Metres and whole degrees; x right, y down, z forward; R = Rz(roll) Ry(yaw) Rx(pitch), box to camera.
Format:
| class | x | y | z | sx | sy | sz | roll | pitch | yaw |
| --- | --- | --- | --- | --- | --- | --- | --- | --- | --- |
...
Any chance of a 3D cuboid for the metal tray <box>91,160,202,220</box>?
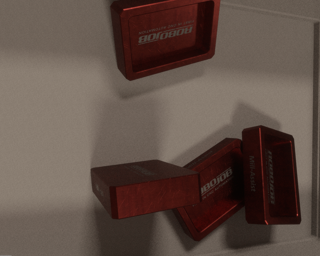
| class | x | y | z | sx | sy | sz | roll | pitch | yaw |
| --- | --- | --- | --- | --- | --- | --- | --- | --- | --- |
| metal tray | -0.023 | 0.062 | 0.347 | 0.091 | 0.130 | 0.030 | -5 | 92 | -20 |

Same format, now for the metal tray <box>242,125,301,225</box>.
| class | x | y | z | sx | sy | sz | roll | pitch | yaw |
| --- | --- | --- | --- | --- | --- | --- | --- | --- | --- |
| metal tray | 0.158 | 0.068 | 0.438 | 0.091 | 0.030 | 0.129 | 14 | 71 | -37 |

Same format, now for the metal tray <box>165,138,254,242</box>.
| class | x | y | z | sx | sy | sz | roll | pitch | yaw |
| --- | --- | --- | --- | --- | --- | --- | --- | --- | --- |
| metal tray | 0.075 | 0.083 | 0.437 | 0.131 | 0.030 | 0.090 | -31 | 101 | -18 |

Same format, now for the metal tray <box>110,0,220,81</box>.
| class | x | y | z | sx | sy | sz | roll | pitch | yaw |
| --- | --- | --- | --- | --- | --- | --- | --- | --- | --- |
| metal tray | 0.009 | -0.119 | 0.386 | 0.131 | 0.030 | 0.089 | -19 | 135 | -19 |
